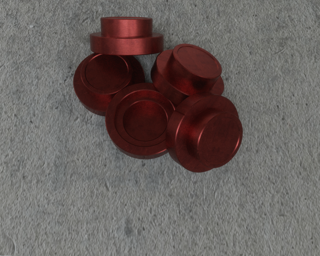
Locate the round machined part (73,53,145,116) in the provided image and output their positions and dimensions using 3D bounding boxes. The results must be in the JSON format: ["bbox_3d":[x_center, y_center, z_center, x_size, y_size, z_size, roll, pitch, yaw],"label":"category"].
[{"bbox_3d":[-0.070,-0.068,0.425,0.099,0.042,0.098,0,70,-1],"label":"round machined part"}]

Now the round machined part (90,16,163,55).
[{"bbox_3d":[-0.044,-0.126,0.415,0.099,0.098,0.042,1,112,0],"label":"round machined part"}]

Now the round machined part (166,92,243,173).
[{"bbox_3d":[0.059,0.009,0.368,0.098,0.098,0.042,-41,35,-14],"label":"round machined part"}]

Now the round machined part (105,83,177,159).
[{"bbox_3d":[-0.019,-0.006,0.402,0.099,0.042,0.098,0,70,-1],"label":"round machined part"}]

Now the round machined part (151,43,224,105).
[{"bbox_3d":[0.041,-0.073,0.404,0.099,0.042,0.098,15,44,-15],"label":"round machined part"}]
